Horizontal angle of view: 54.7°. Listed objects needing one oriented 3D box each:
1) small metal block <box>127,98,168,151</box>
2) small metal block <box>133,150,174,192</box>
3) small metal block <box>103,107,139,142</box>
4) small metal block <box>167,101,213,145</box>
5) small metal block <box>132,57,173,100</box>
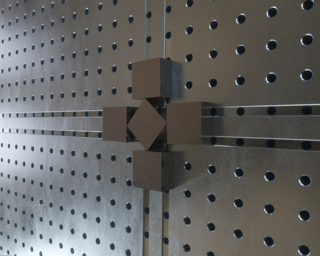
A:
[{"bbox_3d":[-0.011,-0.005,0.416,0.050,0.025,0.050,50,119,28],"label":"small metal block"},{"bbox_3d":[-0.009,0.055,0.415,0.050,0.025,0.050,1,90,39],"label":"small metal block"},{"bbox_3d":[-0.058,-0.006,0.454,0.050,0.025,0.050,2,91,39],"label":"small metal block"},{"bbox_3d":[0.036,-0.005,0.378,0.050,0.025,0.050,0,90,39],"label":"small metal block"},{"bbox_3d":[-0.011,-0.064,0.416,0.050,0.025,0.050,-1,90,39],"label":"small metal block"}]
